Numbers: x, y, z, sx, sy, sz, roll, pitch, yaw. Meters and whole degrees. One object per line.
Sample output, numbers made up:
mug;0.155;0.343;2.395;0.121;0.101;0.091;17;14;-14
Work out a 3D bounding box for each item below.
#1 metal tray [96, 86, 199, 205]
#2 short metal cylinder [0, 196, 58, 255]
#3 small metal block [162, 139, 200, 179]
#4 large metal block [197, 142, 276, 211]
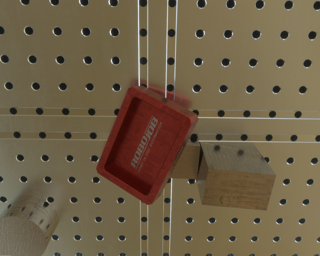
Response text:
metal tray;-0.019;0.022;0.400;0.090;0.030;0.129;29;109;14
short metal cylinder;-0.198;0.147;0.452;0.081;0.050;0.079;0;110;0
small metal block;0.027;0.042;0.429;0.050;0.025;0.050;2;110;-1
large metal block;0.094;0.060;0.407;0.081;0.080;0.050;6;110;-2
